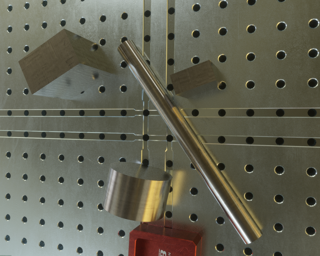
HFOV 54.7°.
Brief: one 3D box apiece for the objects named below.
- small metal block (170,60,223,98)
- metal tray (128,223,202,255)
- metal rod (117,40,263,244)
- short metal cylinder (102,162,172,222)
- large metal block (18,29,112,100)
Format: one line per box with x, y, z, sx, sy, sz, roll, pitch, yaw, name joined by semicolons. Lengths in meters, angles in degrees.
0.046;-0.059;0.383;0.050;0.050;0.025;-19;84;19;small metal block
0.003;0.201;0.408;0.090;0.030;0.129;4;91;19;metal tray
0.032;0.009;0.401;0.025;0.025;0.299;-36;79;16;metal rod
-0.029;0.078;0.393;0.080;0.080;0.050;14;95;19;short metal cylinder
-0.128;-0.083;0.428;0.080;0.080;0.050;-28;81;18;large metal block
